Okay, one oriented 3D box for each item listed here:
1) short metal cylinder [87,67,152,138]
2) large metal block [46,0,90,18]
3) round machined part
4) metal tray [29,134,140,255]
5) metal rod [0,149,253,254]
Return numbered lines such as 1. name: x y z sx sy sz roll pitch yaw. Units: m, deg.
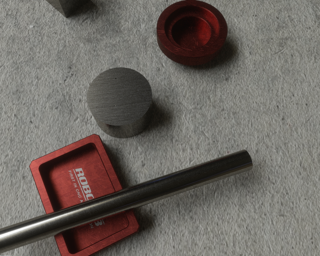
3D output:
1. short metal cylinder: -0.050 -0.032 0.406 0.081 0.050 0.080 0 70 0
2. large metal block: -0.157 -0.227 0.460 0.080 0.080 0.050 42 75 13
3. round machined part: 0.044 -0.132 0.448 0.099 0.042 0.098 0 70 -1
4. metal tray: -0.090 0.083 0.373 0.091 0.030 0.130 -25 72 -9
5. metal rod: -0.039 0.080 0.345 0.302 0.025 0.025 -17 71 -8
